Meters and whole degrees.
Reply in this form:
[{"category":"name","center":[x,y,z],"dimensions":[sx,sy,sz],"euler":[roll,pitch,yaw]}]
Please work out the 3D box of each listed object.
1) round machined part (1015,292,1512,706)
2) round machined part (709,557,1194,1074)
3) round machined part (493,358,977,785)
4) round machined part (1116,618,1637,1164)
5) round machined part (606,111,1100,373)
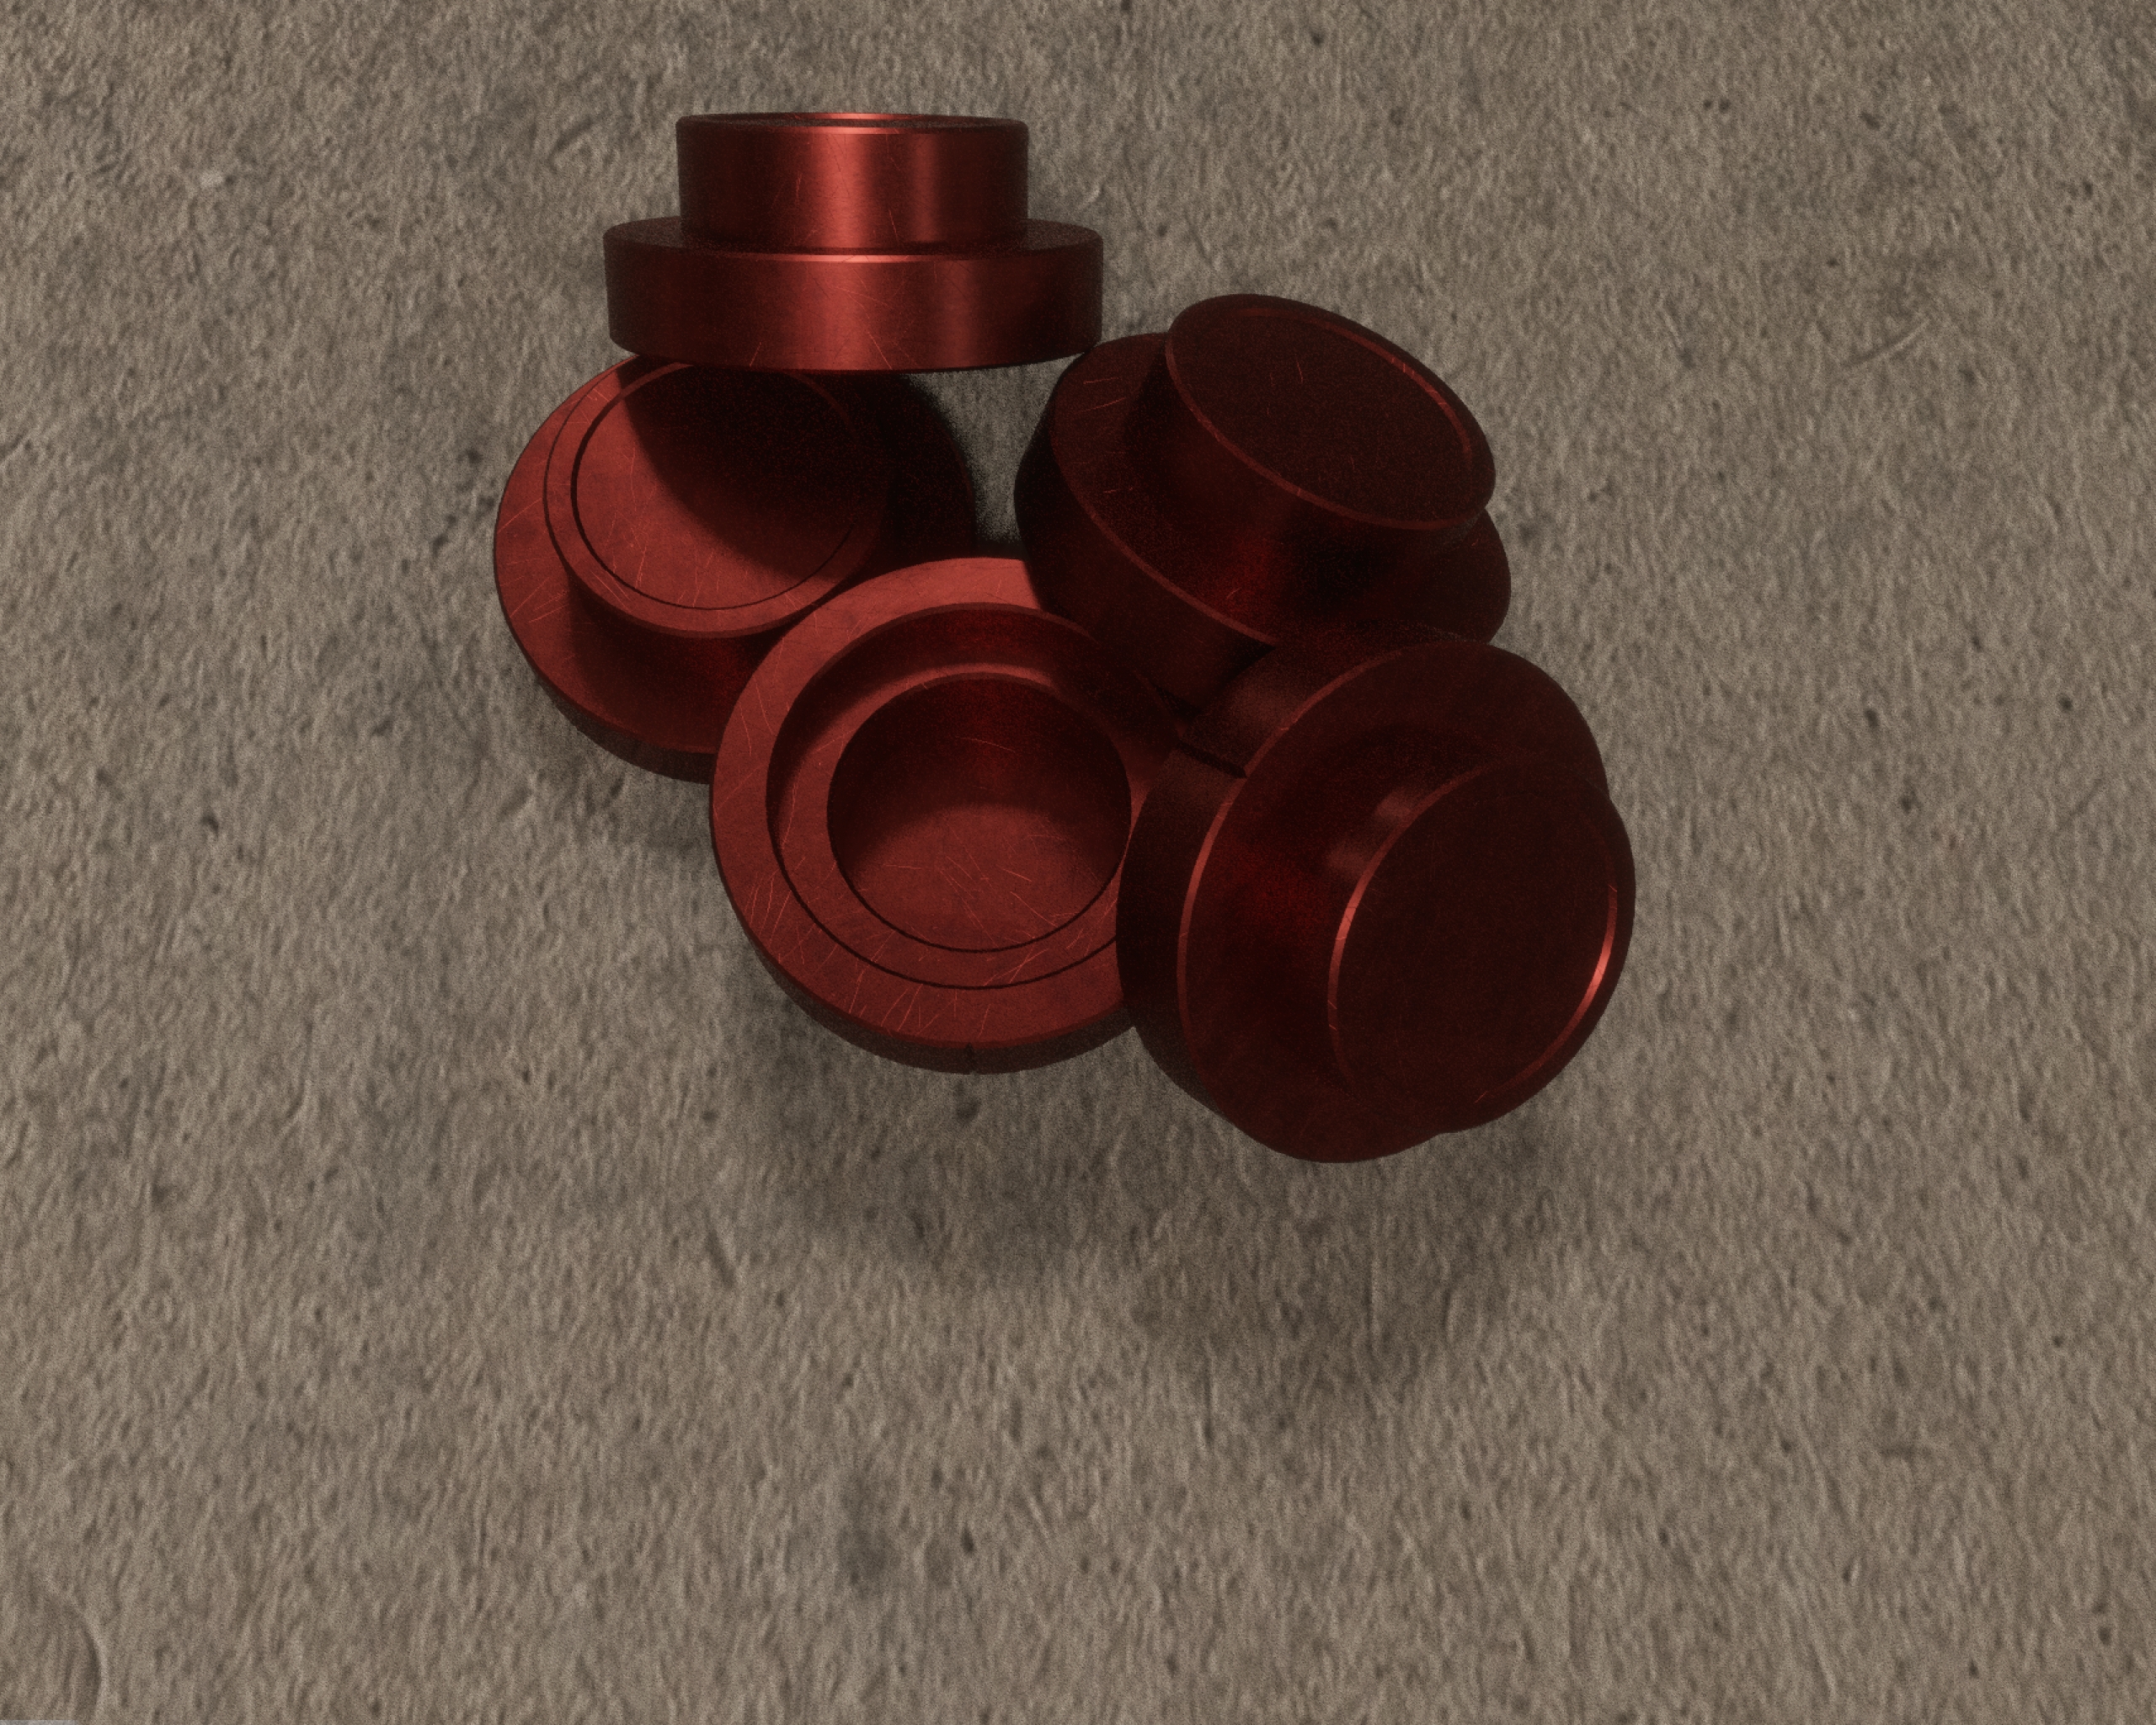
[{"category":"round machined part","center":[0.041,-0.073,0.404],"dimensions":[0.099,0.042,0.098],"euler":[15,44,-15]},{"category":"round machined part","center":[-0.019,-0.006,0.402],"dimensions":[0.099,0.042,0.098],"euler":[0,70,-1]},{"category":"round machined part","center":[-0.070,-0.068,0.425],"dimensions":[0.099,0.042,0.098],"euler":[0,70,-1]},{"category":"round machined part","center":[0.059,0.009,0.368],"dimensions":[0.098,0.098,0.042],"euler":[-41,35,-14]},{"category":"round machined part","center":[-0.044,-0.126,0.415],"dimensions":[0.099,0.098,0.042],"euler":[1,112,0]}]
